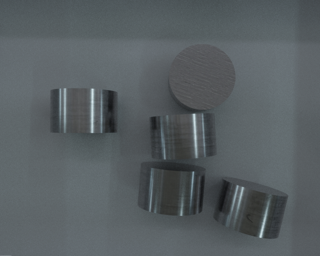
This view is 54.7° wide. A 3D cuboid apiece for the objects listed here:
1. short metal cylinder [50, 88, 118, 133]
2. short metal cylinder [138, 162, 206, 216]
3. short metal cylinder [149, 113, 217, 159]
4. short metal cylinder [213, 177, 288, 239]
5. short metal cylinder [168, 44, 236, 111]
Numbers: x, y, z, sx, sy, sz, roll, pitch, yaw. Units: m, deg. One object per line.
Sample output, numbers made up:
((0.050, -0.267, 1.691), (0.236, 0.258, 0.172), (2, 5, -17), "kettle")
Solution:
((-0.093, -0.020, 0.383), (0.081, 0.080, 0.050), (0, 90, 0), "short metal cylinder")
((0.014, 0.072, 0.384), (0.080, 0.080, 0.050), (5, 90, 0), "short metal cylinder")
((0.028, 0.009, 0.384), (0.080, 0.080, 0.050), (-3, 90, 0), "short metal cylinder")
((0.111, 0.096, 0.385), (0.080, 0.080, 0.050), (13, 90, 0), "short metal cylinder")
((0.051, -0.062, 0.399), (0.081, 0.050, 0.080), (0, 90, 0), "short metal cylinder")
